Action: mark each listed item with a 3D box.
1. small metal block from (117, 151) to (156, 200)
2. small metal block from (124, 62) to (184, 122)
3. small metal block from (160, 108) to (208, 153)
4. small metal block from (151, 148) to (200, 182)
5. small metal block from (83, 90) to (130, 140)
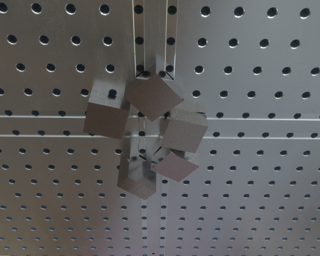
[{"bbox_3d":[-0.033,0.070,0.455,0.050,0.050,0.025,33,122,-25],"label":"small metal block"},{"bbox_3d":[-0.007,-0.042,0.376,0.050,0.025,0.050,-33,123,24],"label":"small metal block"},{"bbox_3d":[0.031,0.004,0.415,0.050,0.025,0.050,12,129,-11],"label":"small metal block"},{"bbox_3d":[0.022,0.049,0.450,0.050,0.025,0.050,27,132,-22],"label":"small metal block"},{"bbox_3d":[-0.068,-0.016,0.397,0.050,0.025,0.050,12,129,-11],"label":"small metal block"}]
